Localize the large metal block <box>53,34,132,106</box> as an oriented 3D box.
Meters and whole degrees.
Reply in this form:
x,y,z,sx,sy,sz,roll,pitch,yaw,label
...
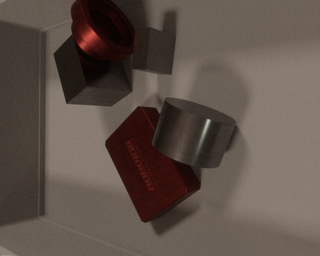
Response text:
x,y,z,sx,sy,sz,roll,pitch,yaw,label
-0.096,-0.079,0.448,0.050,0.081,0.080,-29,72,36,large metal block

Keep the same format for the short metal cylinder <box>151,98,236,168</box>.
x,y,z,sx,sy,sz,roll,pitch,yaw,label
0.036,0.003,0.340,0.080,0.081,0.050,28,108,36,short metal cylinder

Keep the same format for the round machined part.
x,y,z,sx,sy,sz,roll,pitch,yaw,label
-0.080,-0.131,0.421,0.042,0.099,0.098,-30,71,31,round machined part

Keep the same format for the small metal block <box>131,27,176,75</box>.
x,y,z,sx,sy,sz,roll,pitch,yaw,label
-0.007,-0.097,0.395,0.025,0.050,0.050,11,97,39,small metal block

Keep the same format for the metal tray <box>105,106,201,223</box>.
x,y,z,sx,sy,sz,roll,pitch,yaw,label
-0.015,0.047,0.414,0.090,0.030,0.130,-44,64,31,metal tray
